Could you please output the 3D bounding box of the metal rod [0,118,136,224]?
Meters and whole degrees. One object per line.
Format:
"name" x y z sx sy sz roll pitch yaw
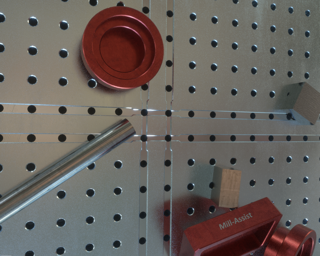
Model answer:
"metal rod" -0.158 0.079 0.354 0.302 0.025 0.025 -34 101 -17

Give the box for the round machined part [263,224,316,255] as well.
"round machined part" 0.189 0.187 0.459 0.099 0.042 0.097 -19 118 -40

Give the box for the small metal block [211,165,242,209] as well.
"small metal block" 0.091 0.080 0.430 0.025 0.050 0.050 7 88 -3

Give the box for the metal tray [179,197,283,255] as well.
"metal tray" 0.092 0.149 0.417 0.131 0.030 0.089 -15 135 -20

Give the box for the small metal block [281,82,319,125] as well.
"small metal block" 0.231 -0.038 0.498 0.050 0.025 0.050 32 80 -17

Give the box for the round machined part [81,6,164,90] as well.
"round machined part" -0.048 -0.096 0.385 0.099 0.042 0.097 0 90 -20
